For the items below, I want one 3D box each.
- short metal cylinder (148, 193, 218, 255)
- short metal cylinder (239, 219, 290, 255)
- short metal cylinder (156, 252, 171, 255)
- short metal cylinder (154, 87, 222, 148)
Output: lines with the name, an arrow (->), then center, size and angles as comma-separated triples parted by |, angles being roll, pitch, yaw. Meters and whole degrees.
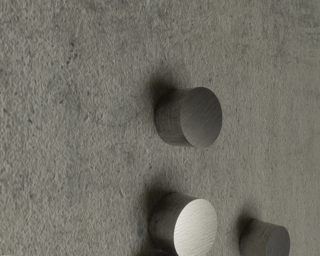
short metal cylinder -> 0.031, 0.131, 0.415 | 0.081, 0.050, 0.080 | 0, 90, -40
short metal cylinder -> 0.184, 0.206, 0.543 | 0.081, 0.050, 0.080 | 0, 90, -40
short metal cylinder -> 0.020, 0.211, 0.405 | 0.081, 0.050, 0.080 | 0, 90, -40
short metal cylinder -> 0.039, -0.014, 0.421 | 0.081, 0.050, 0.080 | 0, 90, -40
